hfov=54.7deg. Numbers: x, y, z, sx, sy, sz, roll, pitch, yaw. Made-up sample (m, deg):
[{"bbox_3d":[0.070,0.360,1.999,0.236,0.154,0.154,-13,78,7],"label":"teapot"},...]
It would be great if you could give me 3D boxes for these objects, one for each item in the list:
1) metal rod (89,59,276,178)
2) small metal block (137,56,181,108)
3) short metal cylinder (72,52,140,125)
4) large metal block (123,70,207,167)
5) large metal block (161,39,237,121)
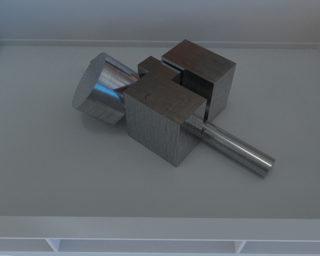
[{"bbox_3d":[0.014,-0.025,0.425,0.300,0.025,0.025,32,57,23],"label":"metal rod"},{"bbox_3d":[-0.001,-0.059,0.407,0.050,0.050,0.025,33,58,24],"label":"small metal block"},{"bbox_3d":[-0.071,-0.050,0.401,0.050,0.080,0.080,29,43,-29],"label":"short metal cylinder"},{"bbox_3d":[0.005,-0.011,0.378,0.080,0.080,0.050,32,57,23],"label":"large metal block"},{"bbox_3d":[0.049,-0.061,0.420,0.080,0.080,0.050,33,57,24],"label":"large metal block"}]
